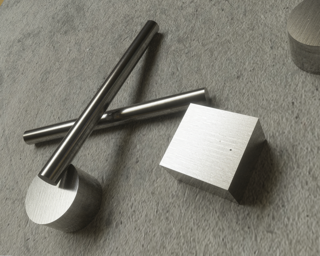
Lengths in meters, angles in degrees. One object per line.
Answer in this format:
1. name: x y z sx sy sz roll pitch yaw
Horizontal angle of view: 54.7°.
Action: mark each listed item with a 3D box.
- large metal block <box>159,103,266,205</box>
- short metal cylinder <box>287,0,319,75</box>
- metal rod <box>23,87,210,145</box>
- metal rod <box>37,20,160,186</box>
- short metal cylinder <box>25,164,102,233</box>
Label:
1. large metal block: 0.060 0.026 0.341 0.080 0.050 0.080 16 70 34
2. short metal cylinder: 0.191 -0.108 0.354 0.080 0.050 0.080 -13 56 21
3. metal rod: -0.076 -0.013 0.451 0.301 0.025 0.025 -12 57 21
4. metal rod: -0.072 -0.054 0.439 0.025 0.025 0.300 7 54 31
5. short metal cylinder: -0.122 0.089 0.398 0.080 0.050 0.080 -13 56 21
